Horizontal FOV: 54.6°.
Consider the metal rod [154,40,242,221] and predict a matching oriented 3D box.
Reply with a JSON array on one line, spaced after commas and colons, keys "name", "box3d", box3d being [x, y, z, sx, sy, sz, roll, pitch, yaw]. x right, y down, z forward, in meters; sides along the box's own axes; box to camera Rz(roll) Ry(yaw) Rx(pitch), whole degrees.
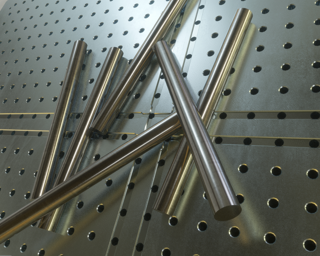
[{"name": "metal rod", "box3d": [0.031, -0.026, 0.378, 0.025, 0.025, 0.300, -27, 43, 11]}]

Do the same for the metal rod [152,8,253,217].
[{"name": "metal rod", "box3d": [0.062, -0.034, 0.397, 0.025, 0.025, 0.300, 12, 68, 33]}]

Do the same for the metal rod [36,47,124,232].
[{"name": "metal rod", "box3d": [-0.112, 0.002, 0.467, 0.025, 0.025, 0.300, 2, 62, 29]}]

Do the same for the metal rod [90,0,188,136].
[{"name": "metal rod", "box3d": [-0.021, -0.121, 0.494, 0.025, 0.025, 0.300, 18, 71, 35]}]

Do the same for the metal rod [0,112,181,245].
[{"name": "metal rod", "box3d": [-0.094, 0.065, 0.396, 0.301, 0.025, 0.025, -32, 51, -2]}]

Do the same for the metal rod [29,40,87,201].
[{"name": "metal rod", "box3d": [-0.160, -0.026, 0.509, 0.025, 0.025, 0.300, -9, 57, 23]}]
